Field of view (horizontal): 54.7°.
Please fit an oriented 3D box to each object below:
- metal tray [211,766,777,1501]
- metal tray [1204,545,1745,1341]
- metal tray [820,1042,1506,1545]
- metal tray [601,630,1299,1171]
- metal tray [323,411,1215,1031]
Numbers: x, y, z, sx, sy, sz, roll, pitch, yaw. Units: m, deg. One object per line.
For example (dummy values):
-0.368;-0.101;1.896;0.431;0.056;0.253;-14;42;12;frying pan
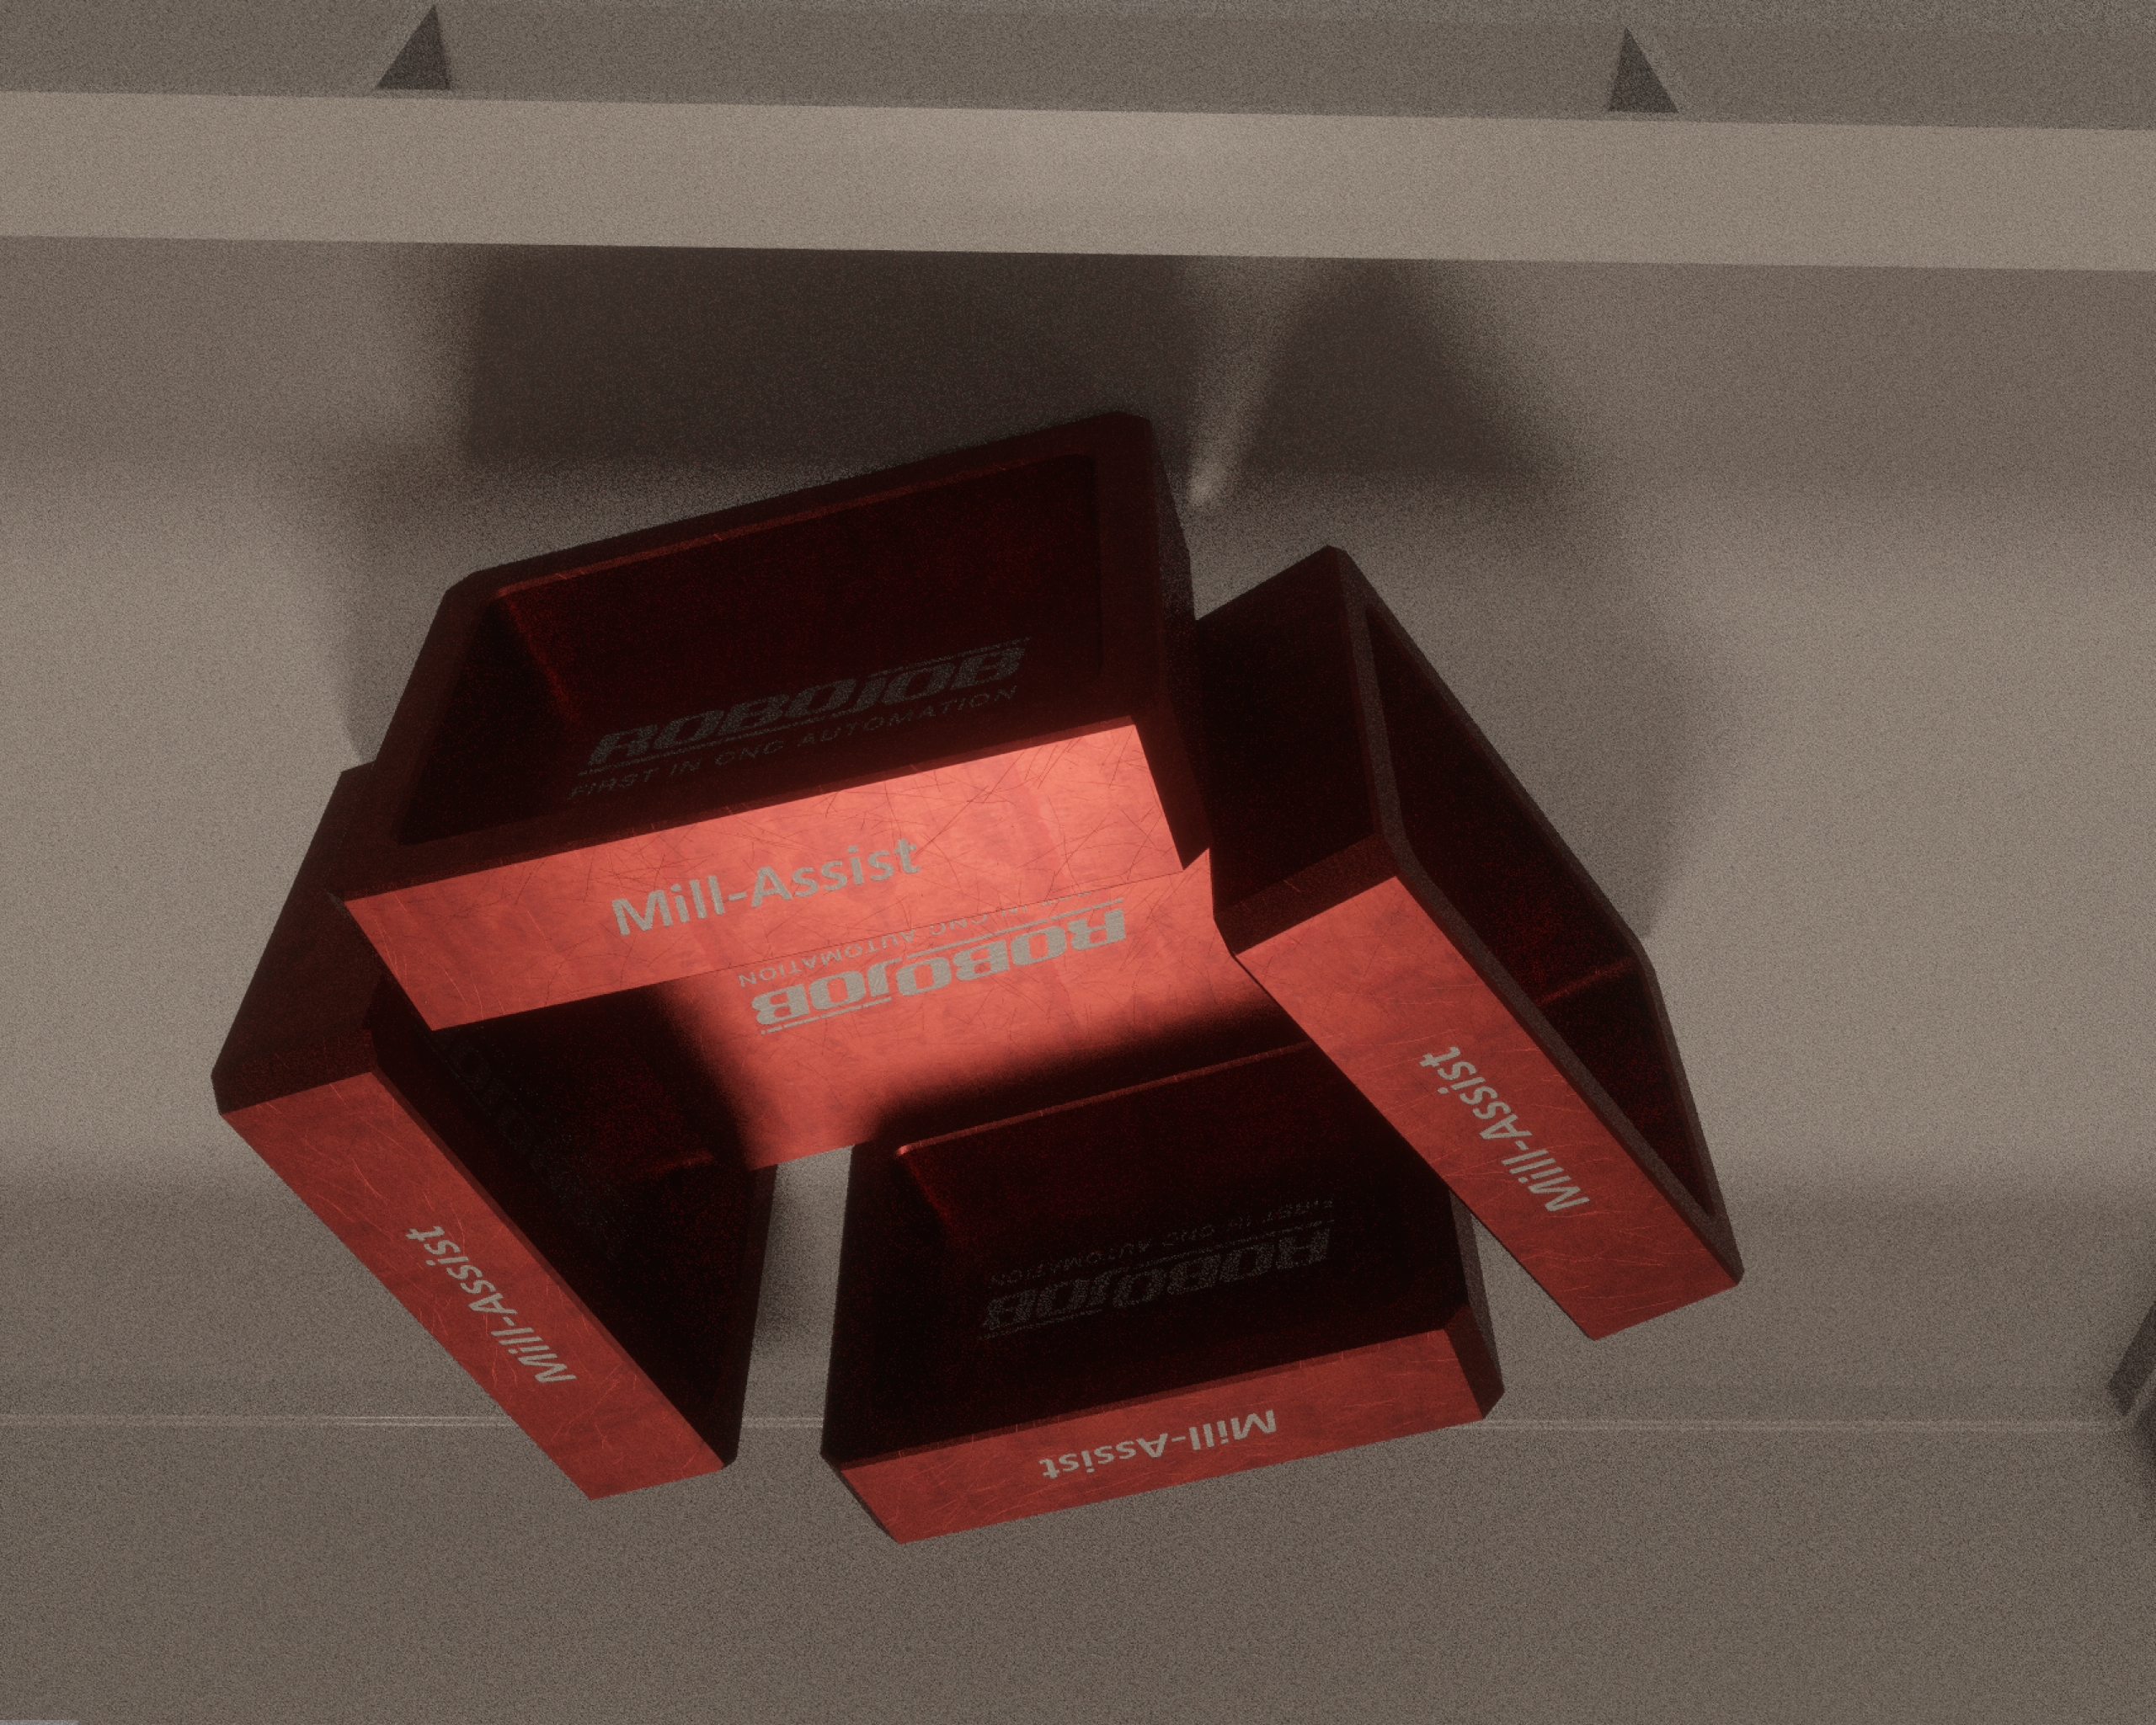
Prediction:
-0.104;0.050;0.405;0.030;0.090;0.130;-17;129;13;metal tray
0.071;0.016;0.379;0.030;0.090;0.130;-29;125;23;metal tray
0.015;0.083;0.435;0.130;0.090;0.030;-16;128;12;metal tray
-0.028;0.008;0.409;0.130;0.030;0.090;-15;129;12;metal tray
-0.047;-0.025;0.341;0.131;0.090;0.030;-12;129;9;metal tray
